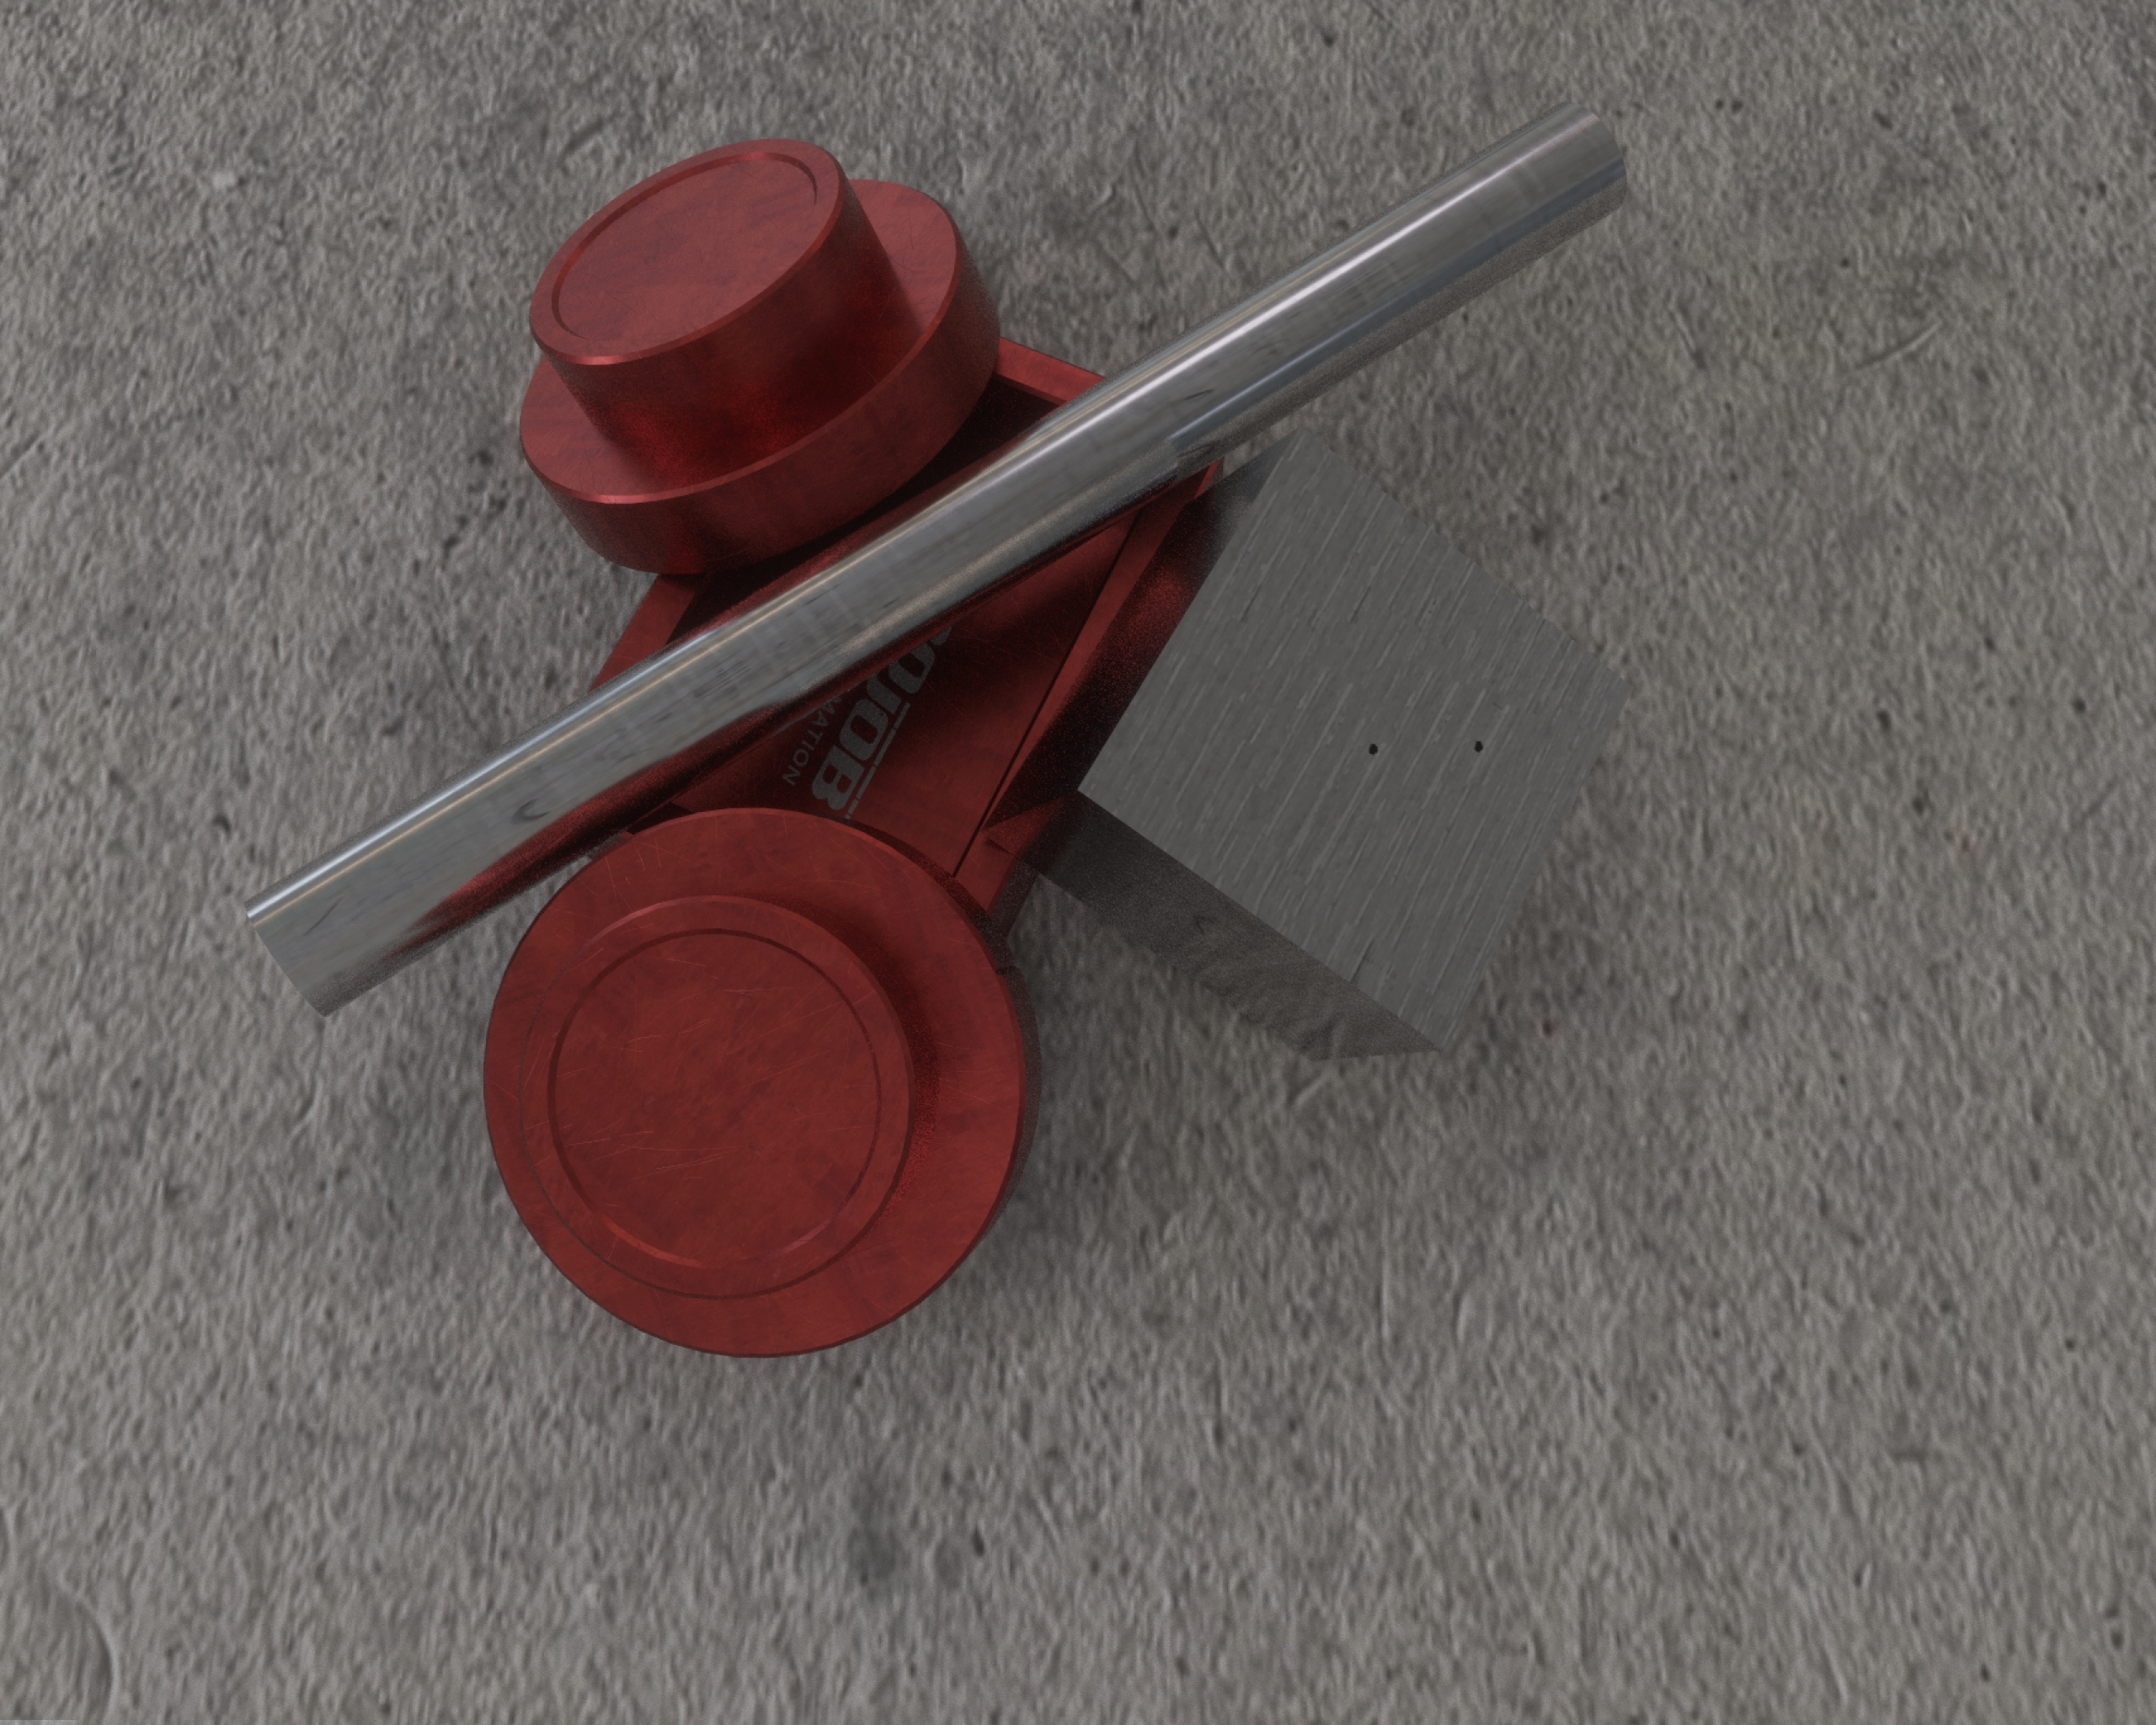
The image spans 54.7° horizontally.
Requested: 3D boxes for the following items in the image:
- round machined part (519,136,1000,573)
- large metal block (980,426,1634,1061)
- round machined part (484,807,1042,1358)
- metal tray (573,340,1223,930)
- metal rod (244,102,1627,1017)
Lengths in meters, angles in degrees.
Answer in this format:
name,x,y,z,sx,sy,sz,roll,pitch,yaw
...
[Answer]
name,x,y,z,sx,sy,sz,roll,pitch,yaw
round machined part,-0.069,-0.107,0.418,0.098,0.042,0.098,-13,47,15
large metal block,0.042,-0.019,0.388,0.080,0.050,0.080,35,71,-14
round machined part,-0.058,0.039,0.367,0.099,0.042,0.097,0,90,7
metal tray,-0.036,-0.046,0.423,0.090,0.030,0.130,23,71,8
metal rod,-0.018,-0.064,0.402,0.301,0.025,0.025,-34,74,-12
